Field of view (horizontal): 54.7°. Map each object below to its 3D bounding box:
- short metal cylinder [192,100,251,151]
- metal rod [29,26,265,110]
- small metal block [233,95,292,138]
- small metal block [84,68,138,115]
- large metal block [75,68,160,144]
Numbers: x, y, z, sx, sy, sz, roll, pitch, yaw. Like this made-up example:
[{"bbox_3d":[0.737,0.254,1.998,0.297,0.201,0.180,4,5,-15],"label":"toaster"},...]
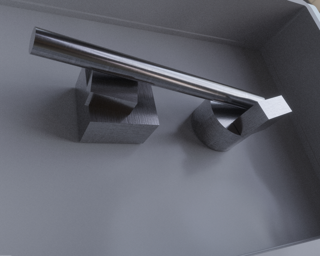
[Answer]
[{"bbox_3d":[0.094,-0.013,0.448,0.081,0.050,0.080,14,56,-21],"label":"short metal cylinder"},{"bbox_3d":[0.012,-0.056,0.356,0.302,0.025,0.025,10,57,-32],"label":"metal rod"},{"bbox_3d":[0.133,-0.015,0.405,0.050,0.050,0.025,-16,70,-35],"label":"small metal block"},{"bbox_3d":[-0.052,-0.047,0.341,0.050,0.025,0.050,12,56,-22],"label":"small metal block"},{"bbox_3d":[-0.054,-0.028,0.375,0.081,0.050,0.080,3,61,-27],"label":"large metal block"}]
